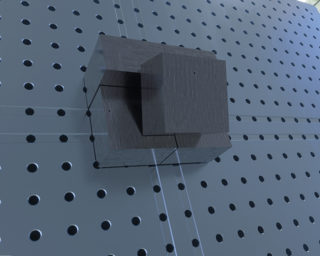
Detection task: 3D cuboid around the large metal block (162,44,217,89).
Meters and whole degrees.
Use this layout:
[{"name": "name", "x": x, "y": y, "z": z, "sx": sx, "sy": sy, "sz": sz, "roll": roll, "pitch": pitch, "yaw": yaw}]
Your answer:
[{"name": "large metal block", "x": 0.028, "y": -0.064, "z": 0.427, "sx": 0.081, "sy": 0.080, "sz": 0.050, "roll": 1, "pitch": 62, "yaw": -28}]

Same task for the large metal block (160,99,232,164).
[{"name": "large metal block", "x": 0.038, "y": 0.000, "z": 0.411, "sx": 0.081, "sy": 0.050, "sz": 0.080, "roll": 1, "pitch": 62, "yaw": -28}]

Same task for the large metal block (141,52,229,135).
[{"name": "large metal block", "x": 0.027, "y": -0.033, "z": 0.343, "sx": 0.081, "sy": 0.050, "sz": 0.080, "roll": 0, "pitch": 86, "yaw": -29}]

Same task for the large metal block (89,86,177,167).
[{"name": "large metal block", "x": -0.035, "y": -0.001, "z": 0.373, "sx": 0.081, "sy": 0.050, "sz": 0.080, "roll": 1, "pitch": 62, "yaw": -28}]

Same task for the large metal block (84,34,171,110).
[{"name": "large metal block", "x": -0.044, "y": -0.065, "z": 0.389, "sx": 0.081, "sy": 0.080, "sz": 0.050, "roll": 1, "pitch": 62, "yaw": -28}]
